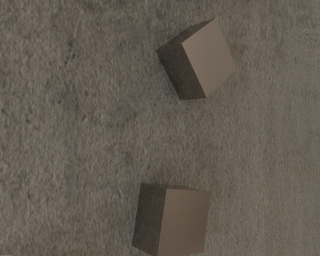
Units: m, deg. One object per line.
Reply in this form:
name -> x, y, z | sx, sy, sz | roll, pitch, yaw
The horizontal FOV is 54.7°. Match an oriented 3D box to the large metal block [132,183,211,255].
large metal block -> 0.016, 0.118, 0.405 | 0.081, 0.050, 0.080 | 13, 82, -40

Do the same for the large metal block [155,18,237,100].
large metal block -> 0.053, -0.095, 0.435 | 0.080, 0.050, 0.080 | -43, 116, -32
